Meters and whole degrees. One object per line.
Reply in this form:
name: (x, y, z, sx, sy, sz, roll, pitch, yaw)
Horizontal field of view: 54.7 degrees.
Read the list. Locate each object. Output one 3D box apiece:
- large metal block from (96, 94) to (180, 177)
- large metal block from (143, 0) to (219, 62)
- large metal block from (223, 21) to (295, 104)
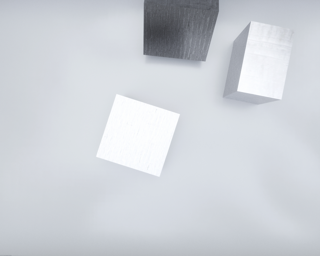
large metal block: (-0.026, 0.009, 0.399, 0.080, 0.050, 0.080, 18, 90, 0)
large metal block: (0.023, -0.131, 0.377, 0.080, 0.080, 0.050, 6, 61, 0)
large metal block: (0.118, -0.076, 0.385, 0.050, 0.080, 0.080, 11, 90, 0)
